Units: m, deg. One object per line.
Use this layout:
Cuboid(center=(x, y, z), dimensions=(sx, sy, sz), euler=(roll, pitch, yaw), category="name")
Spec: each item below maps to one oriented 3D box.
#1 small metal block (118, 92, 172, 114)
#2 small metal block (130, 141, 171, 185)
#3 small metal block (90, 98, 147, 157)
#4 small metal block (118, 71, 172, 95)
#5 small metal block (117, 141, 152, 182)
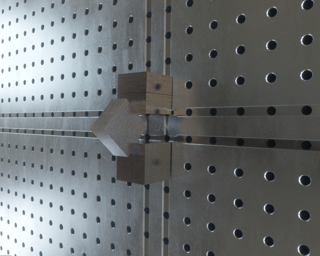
Cuboid(center=(-0.020, -0.031, 0.407), dimensions=(0.050, 0.050, 0.025), euler=(3, 92, 39), category="small metal block")
Cuboid(center=(-0.012, 0.043, 0.399), dimensions=(0.025, 0.050, 0.050), euler=(2, 91, 40), category="small metal block")
Cuboid(center=(-0.049, -0.001, 0.377), dimensions=(0.025, 0.050, 0.050), euler=(1, 48, 40), category="small metal block")
Cuboid(center=(-0.019, -0.057, 0.406), dimensions=(0.050, 0.050, 0.025), euler=(3, 92, 39), category="small metal block")
Cuboid(center=(-0.031, 0.043, 0.416), dimensions=(0.025, 0.050, 0.050), euler=(2, 91, 40), category="small metal block")
